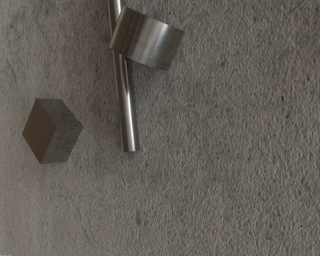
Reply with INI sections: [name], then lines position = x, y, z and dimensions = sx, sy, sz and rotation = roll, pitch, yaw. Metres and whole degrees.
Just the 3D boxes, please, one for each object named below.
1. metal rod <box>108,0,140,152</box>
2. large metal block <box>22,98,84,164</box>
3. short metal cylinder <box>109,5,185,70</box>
[metal rod]
position = -0.057, -0.115, 0.449
dimensions = 0.025, 0.025, 0.298
rotation = -10, 83, 39
[large metal block]
position = -0.189, 0.005, 0.542
dimensions = 0.080, 0.050, 0.080
rotation = 46, 117, 30
[short metal cylinder]
position = -0.016, -0.110, 0.381
dimensions = 0.080, 0.081, 0.050
rotation = 36, 112, 34
